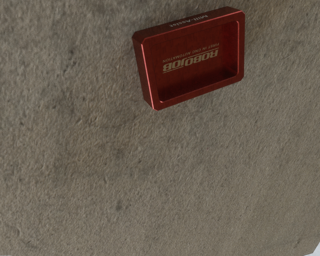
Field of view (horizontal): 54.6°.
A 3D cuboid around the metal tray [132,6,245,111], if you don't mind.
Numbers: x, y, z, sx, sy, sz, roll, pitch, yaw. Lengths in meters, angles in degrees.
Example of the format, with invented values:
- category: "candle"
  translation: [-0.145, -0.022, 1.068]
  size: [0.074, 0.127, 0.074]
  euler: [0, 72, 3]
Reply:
- category: "metal tray"
  translation: [0.039, -0.084, 0.372]
  size: [0.131, 0.030, 0.090]
  euler: [-21, 127, -16]
